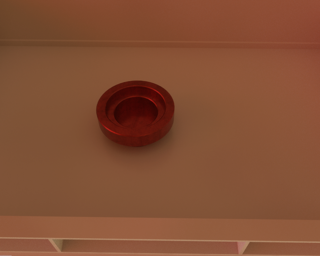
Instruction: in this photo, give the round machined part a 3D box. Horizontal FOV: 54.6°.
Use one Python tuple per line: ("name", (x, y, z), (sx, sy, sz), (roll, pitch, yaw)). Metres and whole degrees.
("round machined part", (-0.031, -0.014, 0.406), (0.099, 0.042, 0.098), (0, 50, 0))
